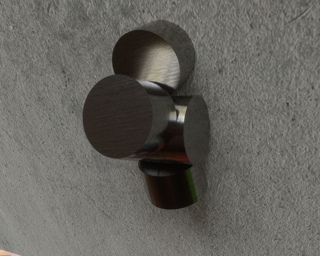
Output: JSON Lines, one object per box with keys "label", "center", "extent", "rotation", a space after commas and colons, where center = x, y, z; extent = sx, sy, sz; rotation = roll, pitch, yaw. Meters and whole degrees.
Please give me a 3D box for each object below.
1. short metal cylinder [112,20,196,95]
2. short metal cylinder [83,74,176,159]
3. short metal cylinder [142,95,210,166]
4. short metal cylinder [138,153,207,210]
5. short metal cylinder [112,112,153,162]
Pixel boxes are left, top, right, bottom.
{"label": "short metal cylinder", "center": [-0.006, -0.076, 0.348], "extent": [0.080, 0.050, 0.079], "rotation": [13, 124, 20]}
{"label": "short metal cylinder", "center": [-0.030, -0.011, 0.315], "extent": [0.080, 0.050, 0.079], "rotation": [0, 90, 27]}
{"label": "short metal cylinder", "center": [0.021, 0.002, 0.361], "extent": [0.050, 0.080, 0.080], "rotation": [1, 119, 28]}
{"label": "short metal cylinder", "center": [0.017, 0.059, 0.399], "extent": [0.080, 0.080, 0.050], "rotation": [0, 118, 28]}
{"label": "short metal cylinder", "center": [-0.025, 0.001, 0.386], "extent": [0.050, 0.080, 0.079], "rotation": [1, 119, 27]}
